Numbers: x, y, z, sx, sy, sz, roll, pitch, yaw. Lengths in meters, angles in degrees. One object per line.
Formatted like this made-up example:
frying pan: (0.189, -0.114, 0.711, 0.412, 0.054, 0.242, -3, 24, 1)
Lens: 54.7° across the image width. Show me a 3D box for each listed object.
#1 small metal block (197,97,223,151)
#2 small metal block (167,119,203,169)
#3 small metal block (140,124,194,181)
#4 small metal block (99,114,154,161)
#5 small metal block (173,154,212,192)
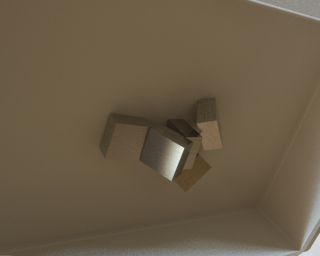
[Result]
small metal block: (0.068, -0.006, 0.423, 0.025, 0.050, 0.050, -9, 129, 15)
small metal block: (0.027, 0.022, 0.421, 0.025, 0.050, 0.050, 1, 118, -29)
small metal block: (0.008, 0.030, 0.391, 0.025, 0.050, 0.050, -24, 139, -55)
small metal block: (-0.043, 0.013, 0.391, 0.050, 0.025, 0.050, 7, 115, -32)
small metal block: (0.044, 0.061, 0.451, 0.050, 0.050, 0.025, -44, 95, 1)
